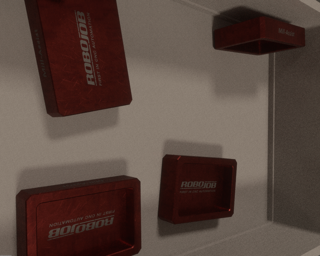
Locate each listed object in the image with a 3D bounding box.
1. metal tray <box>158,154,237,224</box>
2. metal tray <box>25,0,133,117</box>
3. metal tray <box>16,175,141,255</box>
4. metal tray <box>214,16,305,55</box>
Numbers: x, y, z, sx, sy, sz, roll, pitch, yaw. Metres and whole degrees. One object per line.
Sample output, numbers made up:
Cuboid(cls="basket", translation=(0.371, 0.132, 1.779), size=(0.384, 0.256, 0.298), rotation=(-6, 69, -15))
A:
Cuboid(cls="metal tray", translation=(0.060, 0.087, 0.455), size=(0.131, 0.030, 0.089), rotation=(8, 85, -40))
Cuboid(cls="metal tray", translation=(-0.084, -0.082, 0.334), size=(0.091, 0.030, 0.129), rotation=(-15, 100, -39))
Cuboid(cls="metal tray", translation=(-0.082, 0.105, 0.336), size=(0.131, 0.030, 0.089), rotation=(-2, 91, -40))
Cuboid(cls="metal tray", translation=(0.163, -0.145, 0.503), size=(0.131, 0.090, 0.030), rotation=(-5, 94, -40))
